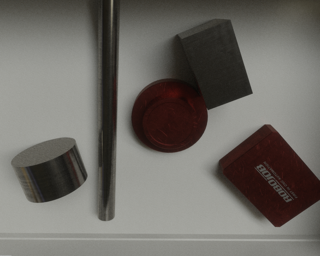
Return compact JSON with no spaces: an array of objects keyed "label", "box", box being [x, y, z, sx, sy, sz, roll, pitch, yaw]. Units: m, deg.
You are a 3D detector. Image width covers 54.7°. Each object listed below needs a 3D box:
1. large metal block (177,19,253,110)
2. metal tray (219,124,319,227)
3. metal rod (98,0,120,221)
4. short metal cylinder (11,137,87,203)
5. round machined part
[{"label":"large metal block","box":[0.060,-0.076,0.355,0.050,0.080,0.080,-21,109,7]},{"label":"metal tray","box":[0.159,0.069,0.437,0.090,0.030,0.130,-41,106,13]},{"label":"metal rod","box":[-0.069,-0.009,0.406,0.025,0.025,0.298,4,110,-2]},{"label":"short metal cylinder","box":[-0.141,0.052,0.399,0.080,0.080,0.050,-12,110,4]},{"label":"round machined part","box":[0.012,-0.012,0.398,0.099,0.042,0.097,0,110,-1]}]
